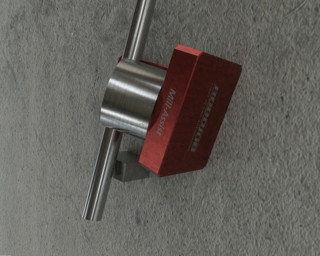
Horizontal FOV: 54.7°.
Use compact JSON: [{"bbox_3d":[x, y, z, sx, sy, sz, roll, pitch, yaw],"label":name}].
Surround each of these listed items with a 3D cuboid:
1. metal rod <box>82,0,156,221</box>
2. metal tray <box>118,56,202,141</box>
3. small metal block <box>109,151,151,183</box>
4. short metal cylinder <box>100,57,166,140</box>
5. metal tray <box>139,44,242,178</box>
[{"bbox_3d":[-0.051,-0.030,0.395,0.025,0.025,0.298,14,90,39],"label":"metal rod"},{"bbox_3d":[-0.010,-0.039,0.409,0.130,0.030,0.089,23,105,37],"label":"metal tray"},{"bbox_3d":[-0.047,0.052,0.427,0.050,0.050,0.025,17,101,38],"label":"small metal block"},{"bbox_3d":[-0.025,-0.032,0.342,0.050,0.080,0.079,19,105,4],"label":"short metal cylinder"},{"bbox_3d":[0.035,-0.015,0.334,0.030,0.091,0.129,29,108,36],"label":"metal tray"}]
